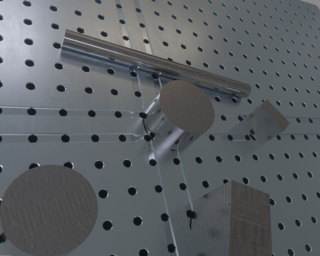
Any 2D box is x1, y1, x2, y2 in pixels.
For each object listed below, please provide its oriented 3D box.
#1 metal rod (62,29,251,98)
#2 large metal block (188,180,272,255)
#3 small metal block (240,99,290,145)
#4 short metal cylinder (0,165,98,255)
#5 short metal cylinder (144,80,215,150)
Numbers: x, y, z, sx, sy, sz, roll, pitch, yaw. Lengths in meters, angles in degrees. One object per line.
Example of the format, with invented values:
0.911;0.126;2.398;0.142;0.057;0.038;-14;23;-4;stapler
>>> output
0.009;-0.091;0.468;0.302;0.025;0.025;12;57;-22;metal rod
0.075;0.115;0.344;0.050;0.080;0.080;22;53;-15;large metal block
0.163;-0.008;0.486;0.050;0.050;0.025;47;51;4;small metal block
-0.104;0.081;0.287;0.081;0.050;0.080;14;56;-21;short metal cylinder
0.026;-0.017;0.417;0.081;0.050;0.080;14;56;-21;short metal cylinder
